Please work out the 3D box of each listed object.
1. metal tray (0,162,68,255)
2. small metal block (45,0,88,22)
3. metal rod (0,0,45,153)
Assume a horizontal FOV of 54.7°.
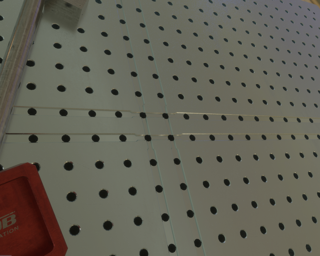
[{"bbox_3d":[-0.152,0.092,0.246,0.131,0.030,0.090,-23,96,-36],"label":"metal tray"},{"bbox_3d":[-0.133,-0.190,0.452,0.050,0.025,0.050,22,53,-15],"label":"small metal block"},{"bbox_3d":[-0.170,-0.050,0.346,0.025,0.025,0.299,13,56,-21],"label":"metal rod"}]
